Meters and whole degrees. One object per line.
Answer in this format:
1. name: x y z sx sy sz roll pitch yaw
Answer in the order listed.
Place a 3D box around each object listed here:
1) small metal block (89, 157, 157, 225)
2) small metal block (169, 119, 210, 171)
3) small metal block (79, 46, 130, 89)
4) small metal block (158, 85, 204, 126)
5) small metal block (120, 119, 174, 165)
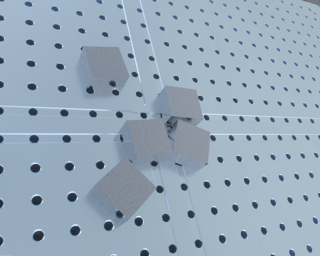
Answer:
1. small metal block: -0.041 0.069 0.344 0.050 0.025 0.050 45 51 3
2. small metal block: 0.038 0.023 0.414 0.050 0.025 0.050 22 54 -15
3. small metal block: -0.075 -0.082 0.417 0.050 0.025 0.050 -8 66 -32
4. small metal block: 0.029 -0.030 0.442 0.050 0.025 0.050 4 60 -26
5. small metal block: -0.017 0.017 0.388 0.050 0.025 0.050 -3 63 -30
